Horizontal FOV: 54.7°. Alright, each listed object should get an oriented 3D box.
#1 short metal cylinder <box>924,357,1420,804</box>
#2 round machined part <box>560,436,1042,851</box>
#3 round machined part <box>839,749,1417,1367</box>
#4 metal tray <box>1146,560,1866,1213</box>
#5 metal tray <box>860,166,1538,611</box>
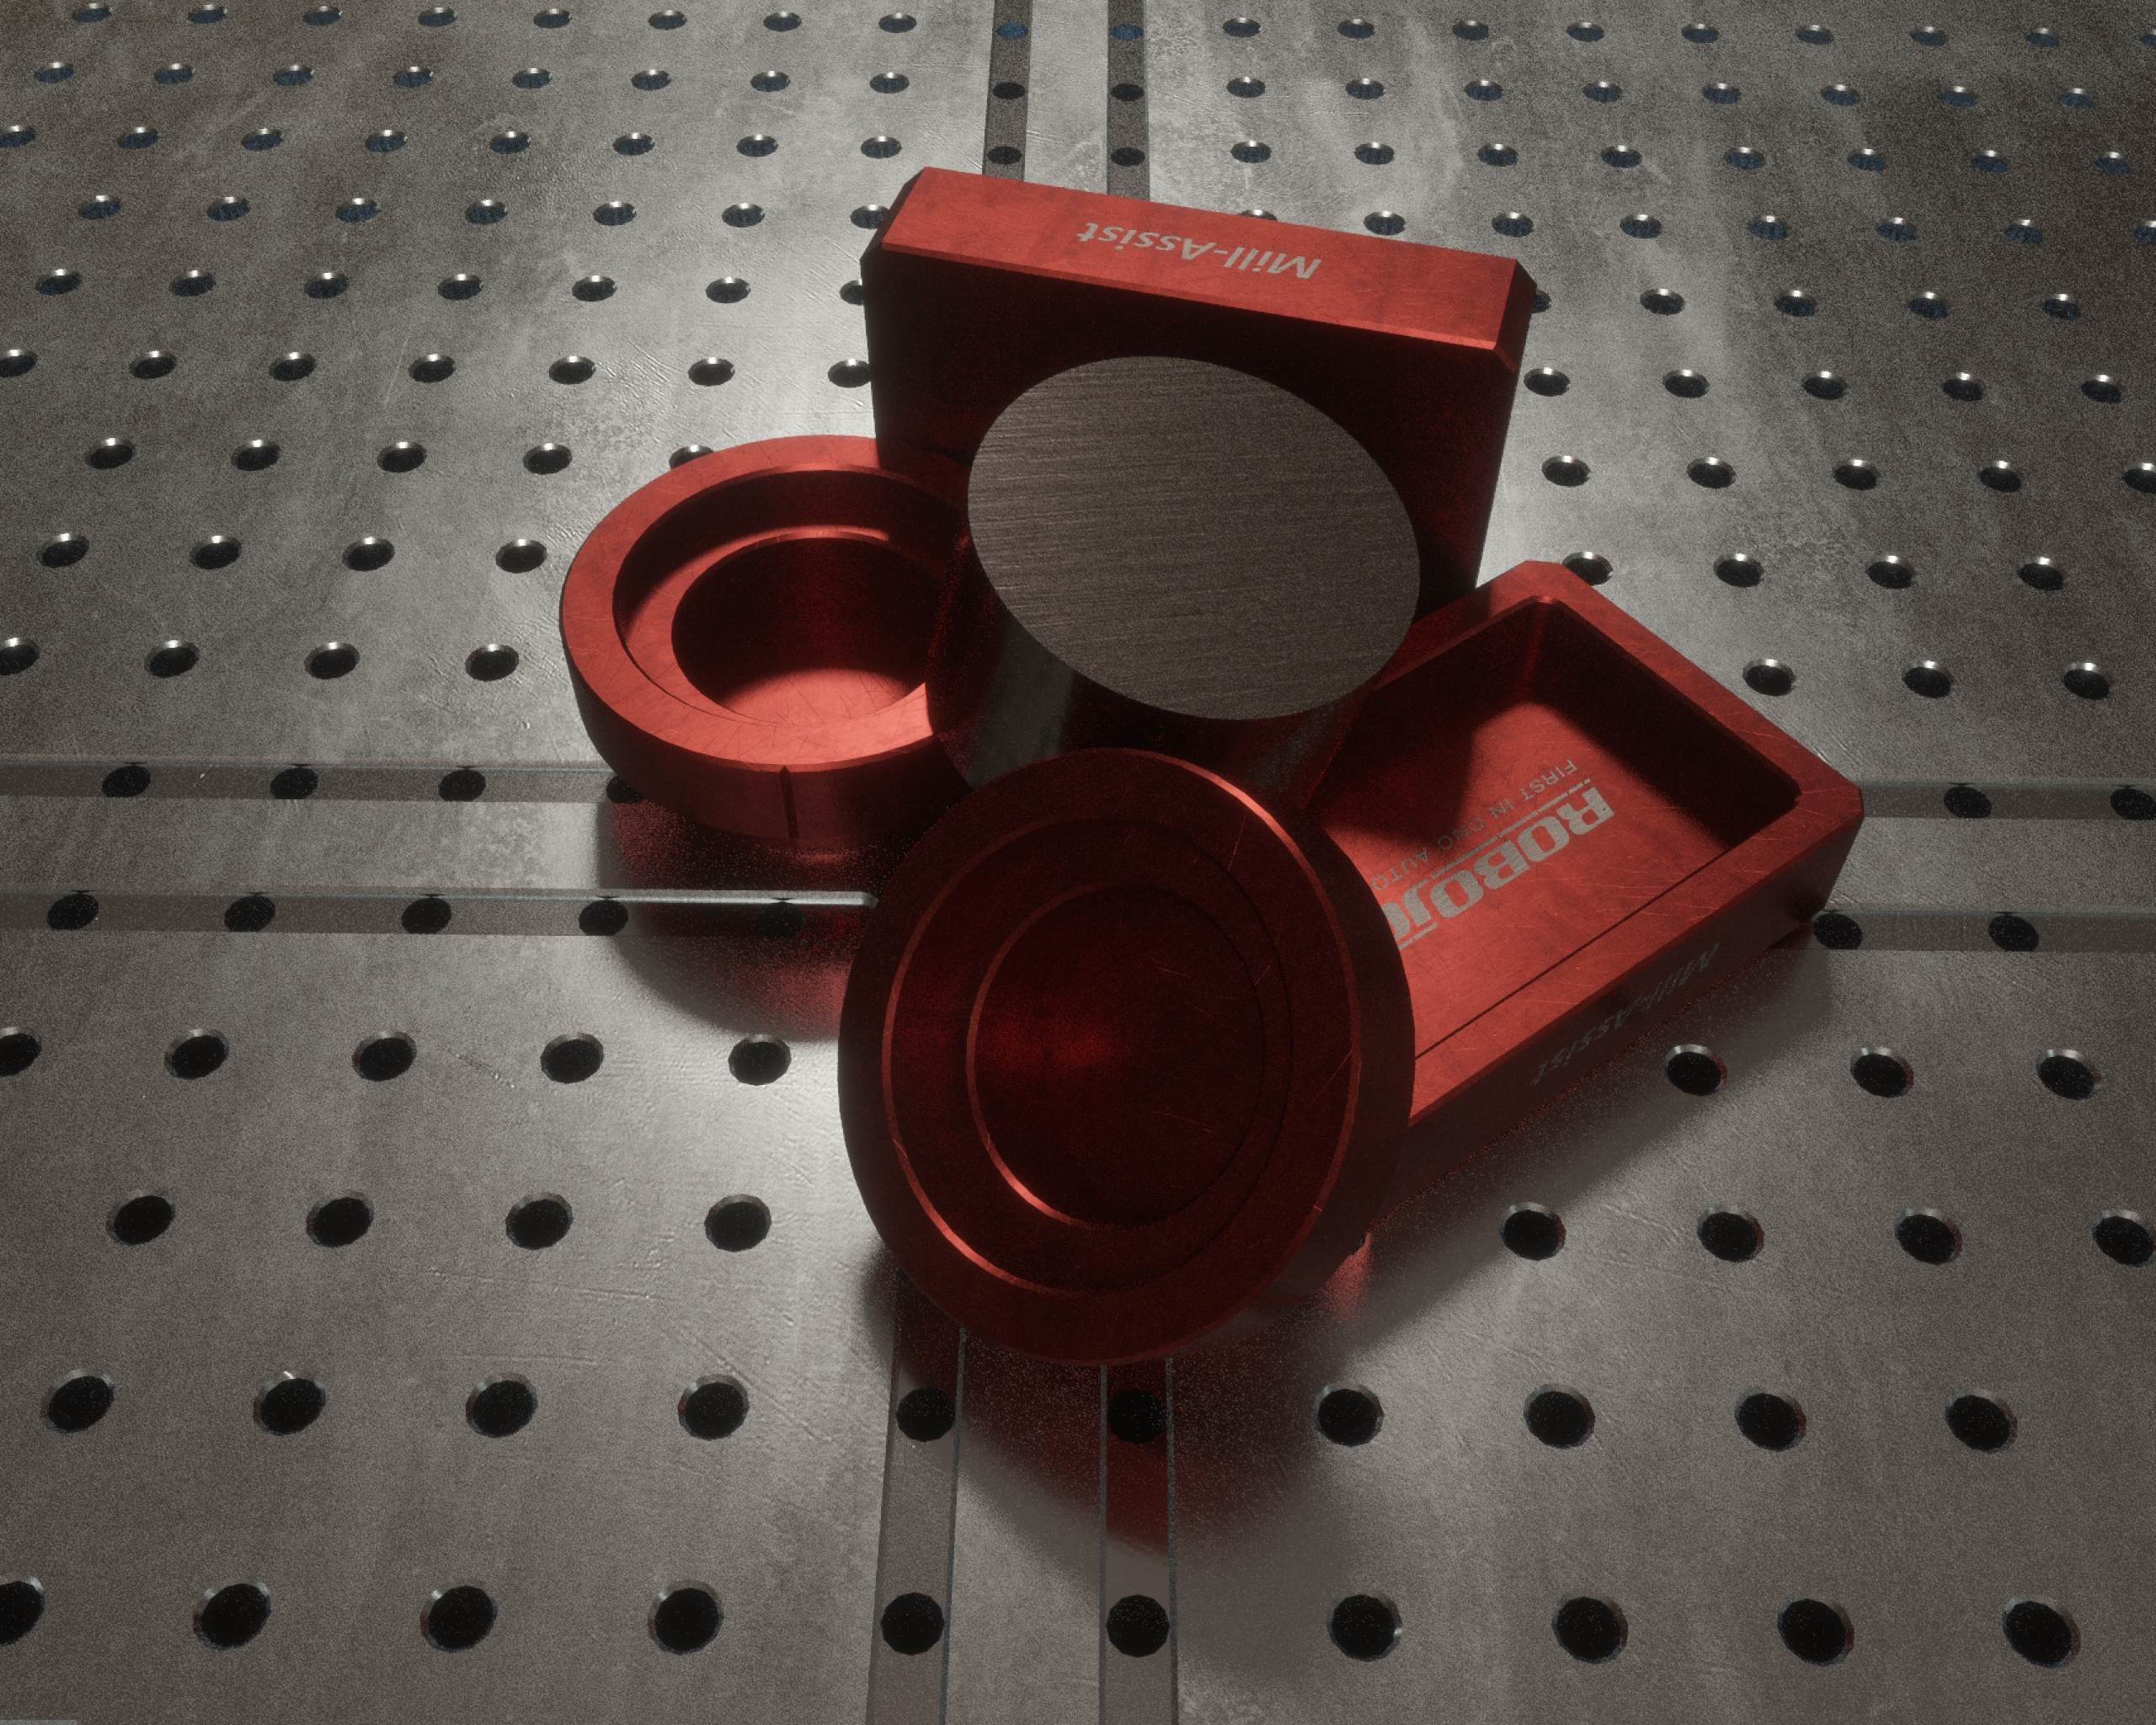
[{"bbox_3d":[0.016,-0.045,0.381,0.081,0.050,0.080,7,58,-10],"label":"short metal cylinder"},{"bbox_3d":[-0.053,-0.041,0.431,0.099,0.042,0.098,0,50,0],"label":"round machined part"},{"bbox_3d":[0.011,0.033,0.347,0.098,0.042,0.097,-6,79,32],"label":"round machined part"},{"bbox_3d":[0.073,0.000,0.404,0.131,0.030,0.090,-30,56,-23],"label":"metal tray"},{"bbox_3d":[0.023,-0.091,0.442,0.131,0.089,0.030,12,51,9],"label":"metal tray"}]
